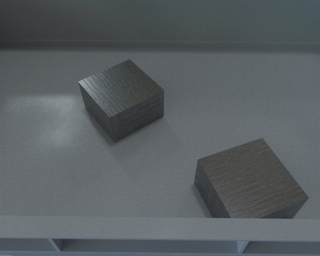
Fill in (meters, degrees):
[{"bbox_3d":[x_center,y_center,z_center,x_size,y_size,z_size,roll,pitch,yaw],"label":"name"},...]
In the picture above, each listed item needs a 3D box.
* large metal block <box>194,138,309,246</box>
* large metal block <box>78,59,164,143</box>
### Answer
[{"bbox_3d":[0.092,0.066,0.333,0.081,0.050,0.080,-17,52,-14],"label":"large metal block"},{"bbox_3d":[-0.051,-0.039,0.421,0.081,0.050,0.080,-30,56,-23],"label":"large metal block"}]
